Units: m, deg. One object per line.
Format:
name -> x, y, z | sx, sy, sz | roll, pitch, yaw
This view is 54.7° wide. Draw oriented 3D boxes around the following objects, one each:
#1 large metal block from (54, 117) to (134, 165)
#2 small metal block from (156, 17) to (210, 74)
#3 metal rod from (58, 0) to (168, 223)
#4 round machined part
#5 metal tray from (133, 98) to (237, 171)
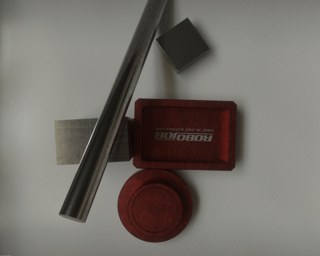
large metal block -> -0.076, 0.014, 0.383 | 0.081, 0.080, 0.050 | -3, 90, 0
small metal block -> 0.029, -0.108, 0.412 | 0.050, 0.025, 0.050 | -35, 90, 0
metal rod -> -0.040, -0.046, 0.346 | 0.025, 0.025, 0.300 | 17, 63, 0
round machined part -> -0.006, 0.101, 0.403 | 0.099, 0.042, 0.097 | 0, 90, -1
metal tray -> 0.032, 0.008, 0.409 | 0.131, 0.030, 0.089 | 2, 90, -1
